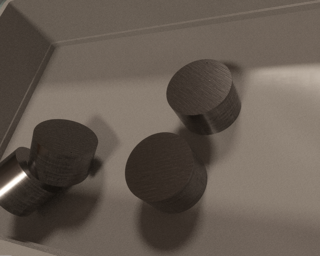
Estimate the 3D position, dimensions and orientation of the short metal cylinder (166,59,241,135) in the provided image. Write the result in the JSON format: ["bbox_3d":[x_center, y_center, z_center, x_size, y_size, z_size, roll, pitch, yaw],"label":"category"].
[{"bbox_3d":[0.055,-0.038,0.383,0.080,0.050,0.080,-13,56,20],"label":"short metal cylinder"}]

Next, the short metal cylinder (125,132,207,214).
[{"bbox_3d":[0.008,0.052,0.353,0.080,0.050,0.080,-13,56,20],"label":"short metal cylinder"}]

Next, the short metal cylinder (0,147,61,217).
[{"bbox_3d":[-0.183,0.072,0.420,0.050,0.080,0.080,-40,51,1],"label":"short metal cylinder"}]

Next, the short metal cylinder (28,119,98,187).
[{"bbox_3d":[-0.127,0.031,0.407,0.080,0.081,0.050,47,126,39],"label":"short metal cylinder"}]
